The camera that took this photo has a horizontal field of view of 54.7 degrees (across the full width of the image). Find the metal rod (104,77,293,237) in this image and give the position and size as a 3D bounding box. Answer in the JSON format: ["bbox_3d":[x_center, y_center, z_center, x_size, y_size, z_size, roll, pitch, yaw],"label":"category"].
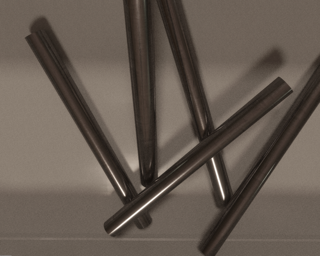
[{"bbox_3d":[0.040,0.045,0.400,0.300,0.025,0.025,-42,105,13],"label":"metal rod"}]

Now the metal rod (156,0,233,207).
[{"bbox_3d":[0.051,-0.026,0.402,0.025,0.025,0.298,-17,110,6],"label":"metal rod"}]

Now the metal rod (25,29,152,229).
[{"bbox_3d":[-0.086,0.015,0.415,0.025,0.025,0.299,-24,109,8],"label":"metal rod"}]

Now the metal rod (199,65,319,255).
[{"bbox_3d":[0.141,0.050,0.414,0.025,0.025,0.299,28,101,-10],"label":"metal rod"}]

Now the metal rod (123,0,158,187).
[{"bbox_3d":[-0.017,-0.029,0.335,0.025,0.025,0.298,-1,135,0],"label":"metal rod"}]
